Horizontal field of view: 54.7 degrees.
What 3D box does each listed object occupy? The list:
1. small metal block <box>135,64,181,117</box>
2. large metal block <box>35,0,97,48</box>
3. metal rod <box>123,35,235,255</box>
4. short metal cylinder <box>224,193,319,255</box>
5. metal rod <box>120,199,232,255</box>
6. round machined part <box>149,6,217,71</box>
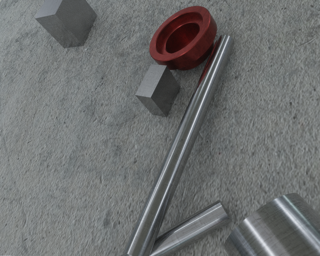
[{"bbox_3d":[-0.001,-0.050,0.418,0.025,0.050,0.050,13,68,33],"label":"small metal block"},{"bbox_3d":[-0.174,-0.211,0.587,0.050,0.080,0.080,1,62,28],"label":"large metal block"},{"bbox_3d":[0.033,0.003,0.366,0.025,0.025,0.300,9,60,31],"label":"metal rod"},{"bbox_3d":[0.101,0.099,0.255,0.080,0.080,0.050,-37,51,3],"label":"short metal cylinder"},{"bbox_3d":[-0.060,0.162,0.334,0.300,0.025,0.025,-32,52,7],"label":"metal rod"},{"bbox_3d":[0.037,-0.121,0.439,0.098,0.042,0.098,-22,48,27],"label":"round machined part"}]
